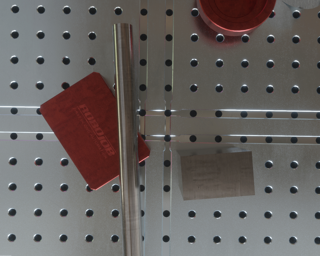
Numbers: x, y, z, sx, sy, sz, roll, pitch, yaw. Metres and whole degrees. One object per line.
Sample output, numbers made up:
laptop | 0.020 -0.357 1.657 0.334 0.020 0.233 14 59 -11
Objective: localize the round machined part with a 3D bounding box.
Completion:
round machined part | 0.097 -0.169 0.406 0.099 0.042 0.097 0 90 0

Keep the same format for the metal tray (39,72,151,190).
metal tray | -0.083 0.004 0.410 0.090 0.030 0.130 -33 90 -1

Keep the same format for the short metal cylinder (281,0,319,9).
short metal cylinder | 0.182 -0.197 0.388 0.080 0.080 0.050 36 90 -1

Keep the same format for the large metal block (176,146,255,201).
large metal block | 0.065 0.053 0.387 0.081 0.080 0.050 -4 90 -1

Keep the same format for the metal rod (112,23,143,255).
metal rod | -0.039 0.024 0.382 0.025 0.025 0.298 -3 90 -1
